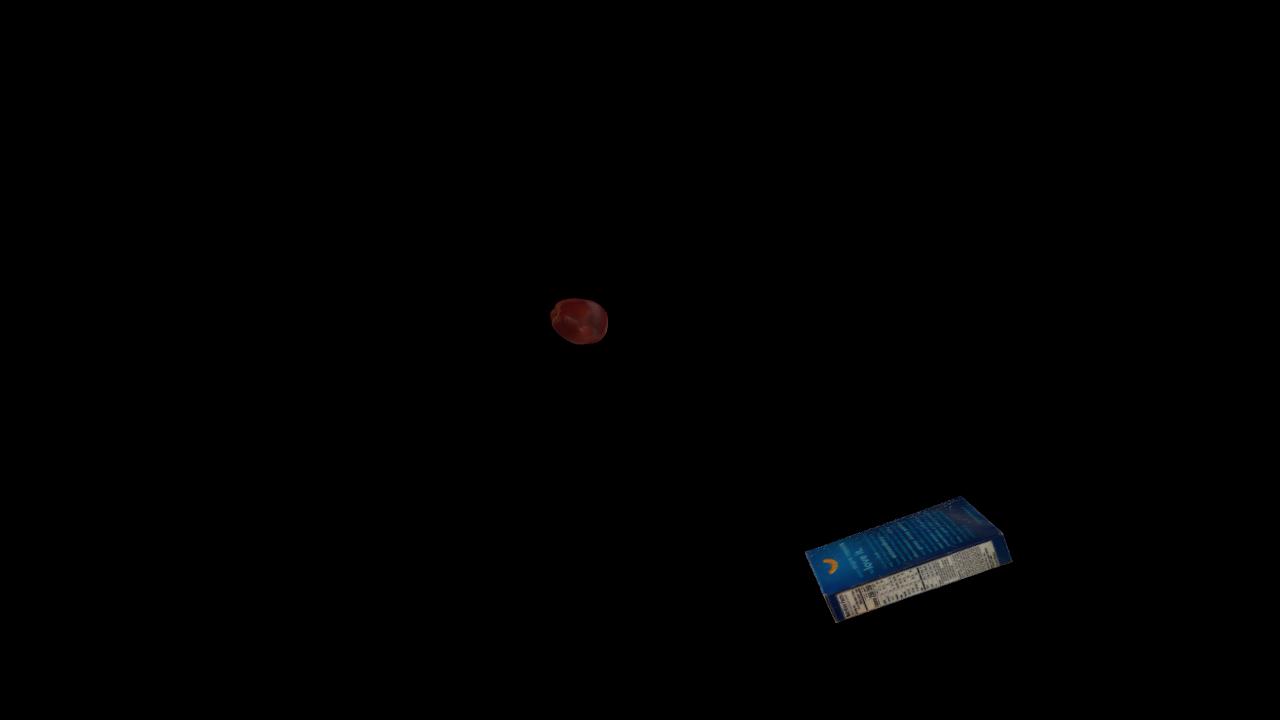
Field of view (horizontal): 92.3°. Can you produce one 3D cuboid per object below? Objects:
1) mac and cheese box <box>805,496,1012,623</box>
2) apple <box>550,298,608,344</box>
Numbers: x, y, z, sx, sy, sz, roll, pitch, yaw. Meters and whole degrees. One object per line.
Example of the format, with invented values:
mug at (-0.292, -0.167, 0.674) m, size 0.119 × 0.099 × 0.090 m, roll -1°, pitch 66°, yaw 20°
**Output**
mac and cheese box at (0.277, 0.208, 0.652) m, size 0.184 × 0.041 × 0.093 m, roll -23°, pitch 10°, yaw 7°
apple at (-0.096, -0.062, 0.990) m, size 0.093 × 0.079 × 0.079 m, roll 21°, pitch -11°, yaw -32°
